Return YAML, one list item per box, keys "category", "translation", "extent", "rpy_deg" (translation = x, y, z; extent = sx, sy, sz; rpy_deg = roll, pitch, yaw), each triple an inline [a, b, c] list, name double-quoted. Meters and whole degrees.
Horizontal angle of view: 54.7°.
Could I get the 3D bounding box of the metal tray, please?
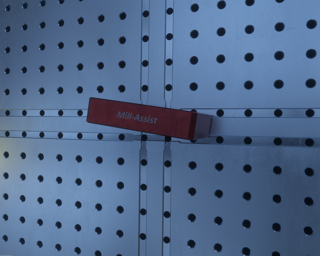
- category: "metal tray"
  translation: [-0.010, -0.012, 0.380]
  extent: [0.130, 0.090, 0.030]
  rpy_deg: [9, 93, 19]
